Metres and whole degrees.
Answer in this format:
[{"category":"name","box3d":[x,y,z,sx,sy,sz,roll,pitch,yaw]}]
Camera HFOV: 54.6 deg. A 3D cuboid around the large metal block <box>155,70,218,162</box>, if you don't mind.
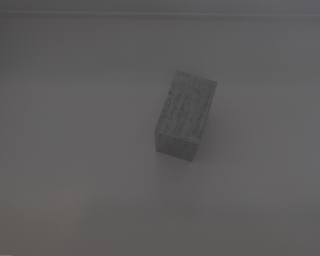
[{"category":"large metal block","box3d":[0.031,-0.011,0.385,0.050,0.080,0.080,17,71,6]}]
